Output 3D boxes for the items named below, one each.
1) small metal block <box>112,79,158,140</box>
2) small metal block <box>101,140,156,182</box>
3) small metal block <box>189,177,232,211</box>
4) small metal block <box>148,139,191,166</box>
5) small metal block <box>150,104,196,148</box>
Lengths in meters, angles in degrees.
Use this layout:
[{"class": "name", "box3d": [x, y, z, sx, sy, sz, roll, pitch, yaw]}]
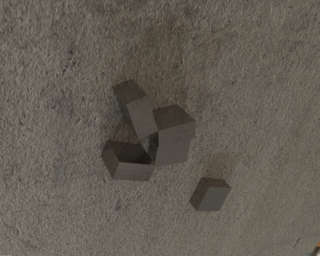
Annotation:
[{"class": "small metal block", "box3d": [-0.029, -0.022, 0.361, 0.025, 0.050, 0.050, -25, 128, -13]}, {"class": "small metal block", "box3d": [-0.041, 0.042, 0.394, 0.050, 0.050, 0.025, 10, 113, -33]}, {"class": "small metal block", "box3d": [0.085, 0.113, 0.523, 0.050, 0.025, 0.050, 10, 113, -33]}, {"class": "small metal block", "box3d": [0.013, 0.023, 0.428, 0.050, 0.025, 0.050, -6, 121, -26]}, {"class": "small metal block", "box3d": [0.011, -0.004, 0.394, 0.050, 0.050, 0.025, -14, 124, -20]}]
